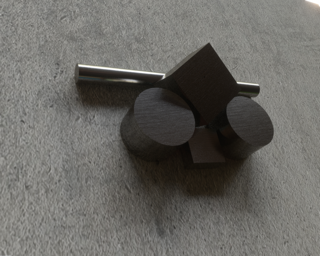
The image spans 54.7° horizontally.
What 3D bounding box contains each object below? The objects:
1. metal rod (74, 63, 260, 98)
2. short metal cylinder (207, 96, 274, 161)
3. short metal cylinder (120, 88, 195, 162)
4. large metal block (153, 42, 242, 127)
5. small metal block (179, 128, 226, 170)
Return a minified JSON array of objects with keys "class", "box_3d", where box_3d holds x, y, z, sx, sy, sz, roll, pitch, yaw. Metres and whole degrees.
[{"class":"metal rod","box_3d":[0.029,-0.067,0.461,0.303,0.025,0.025,1,62,-28]},{"class":"short metal cylinder","box_3d":[0.116,0.001,0.451,0.081,0.050,0.080,14,56,-21]},{"class":"short metal cylinder","box_3d":[-0.004,-0.003,0.388,0.081,0.050,0.080,14,56,-21]},{"class":"large metal block","box_3d":[0.052,-0.057,0.429,0.080,0.050,0.080,-44,103,-26]},{"class":"small metal block","box_3d":[0.054,0.028,0.418,0.050,0.025,0.050,2,61,-27]}]
